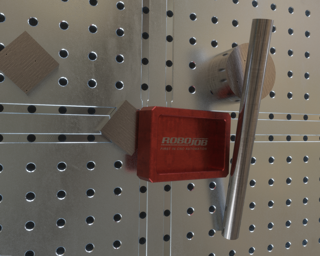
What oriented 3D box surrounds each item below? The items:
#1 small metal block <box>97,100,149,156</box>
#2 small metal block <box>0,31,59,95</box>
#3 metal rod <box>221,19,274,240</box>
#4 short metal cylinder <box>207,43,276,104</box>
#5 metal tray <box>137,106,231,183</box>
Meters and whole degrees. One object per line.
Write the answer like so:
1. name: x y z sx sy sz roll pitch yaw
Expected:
1. small metal block: -0.043 0.000 0.397 0.050 0.025 0.050 41 77 -16
2. small metal block: -0.153 -0.073 0.356 0.050 0.025 0.050 46 76 -14
3. metal rod: 0.114 0.012 0.414 0.025 0.025 0.298 -1 105 -20
4. short metal cylinder: 0.115 -0.075 0.441 0.081 0.050 0.080 0 90 -20
5. metal tray: 0.035 0.021 0.406 0.131 0.030 0.089 3 89 -34
